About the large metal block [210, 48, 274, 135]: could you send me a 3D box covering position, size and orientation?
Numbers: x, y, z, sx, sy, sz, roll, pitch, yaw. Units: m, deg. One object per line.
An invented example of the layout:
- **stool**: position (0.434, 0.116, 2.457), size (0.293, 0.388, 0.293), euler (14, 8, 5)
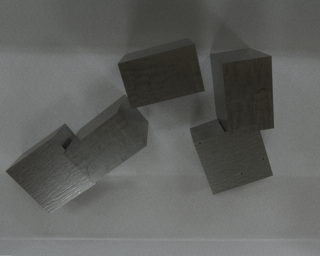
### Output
- **large metal block**: position (0.095, -0.047, 0.366), size (0.050, 0.080, 0.079), euler (-9, 110, 3)

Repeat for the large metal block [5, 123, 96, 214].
- **large metal block**: position (-0.138, 0.054, 0.416), size (0.080, 0.050, 0.080), euler (-34, 107, 11)

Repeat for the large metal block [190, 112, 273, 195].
- **large metal block**: position (0.093, 0.031, 0.411), size (0.080, 0.050, 0.080), euler (-20, 109, 7)

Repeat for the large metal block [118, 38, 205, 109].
- **large metal block**: position (0.002, -0.066, 0.358), size (0.080, 0.080, 0.050), euler (-13, 110, 4)

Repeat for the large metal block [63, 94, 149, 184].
- **large metal block**: position (-0.062, 0.011, 0.385), size (0.080, 0.080, 0.050), euler (-36, 107, 12)
